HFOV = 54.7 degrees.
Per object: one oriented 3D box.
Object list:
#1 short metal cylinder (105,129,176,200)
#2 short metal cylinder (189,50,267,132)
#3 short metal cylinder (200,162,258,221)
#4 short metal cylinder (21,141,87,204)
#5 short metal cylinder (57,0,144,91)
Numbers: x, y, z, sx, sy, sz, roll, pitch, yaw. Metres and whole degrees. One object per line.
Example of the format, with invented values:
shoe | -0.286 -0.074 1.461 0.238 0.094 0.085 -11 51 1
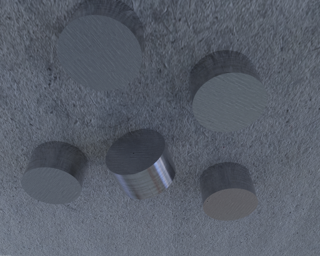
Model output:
short metal cylinder | -0.025 0.047 0.410 0.080 0.080 0.050 -13 129 11
short metal cylinder | 0.075 -0.042 0.356 0.081 0.050 0.079 0 130 0
short metal cylinder | 0.104 0.098 0.475 0.081 0.050 0.079 0 130 0
short metal cylinder | -0.149 0.065 0.445 0.081 0.050 0.079 0 130 0
short metal cylinder | -0.058 -0.085 0.317 0.081 0.050 0.079 0 130 0
